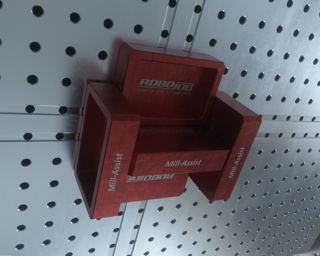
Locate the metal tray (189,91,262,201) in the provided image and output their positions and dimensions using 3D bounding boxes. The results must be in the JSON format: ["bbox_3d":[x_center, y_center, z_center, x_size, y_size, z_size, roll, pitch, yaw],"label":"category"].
[{"bbox_3d":[0.078,0.023,0.427,0.030,0.090,0.129,1,118,-29],"label":"metal tray"}]

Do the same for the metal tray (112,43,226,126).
[{"bbox_3d":[0.010,-0.049,0.384,0.131,0.030,0.089,0,118,-29],"label":"metal tray"}]

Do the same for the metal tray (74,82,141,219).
[{"bbox_3d":[-0.065,0.024,0.349,0.030,0.090,0.129,1,118,-29],"label":"metal tray"}]

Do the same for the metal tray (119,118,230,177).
[{"bbox_3d":[0.008,0.018,0.384,0.131,0.090,0.030,1,118,-29],"label":"metal tray"}]

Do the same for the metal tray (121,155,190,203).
[{"bbox_3d":[-0.019,0.057,0.433,0.131,0.030,0.089,0,118,-29],"label":"metal tray"}]
